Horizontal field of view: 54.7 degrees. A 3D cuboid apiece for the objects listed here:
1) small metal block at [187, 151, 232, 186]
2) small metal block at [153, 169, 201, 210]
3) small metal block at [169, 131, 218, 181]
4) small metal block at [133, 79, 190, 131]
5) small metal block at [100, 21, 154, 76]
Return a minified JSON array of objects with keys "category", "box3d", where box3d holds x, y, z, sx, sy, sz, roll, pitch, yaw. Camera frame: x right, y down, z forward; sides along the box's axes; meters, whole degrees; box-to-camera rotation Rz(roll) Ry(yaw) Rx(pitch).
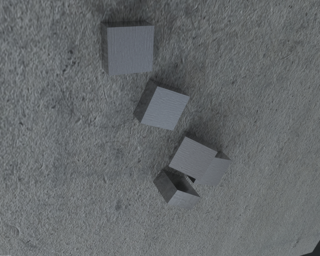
[{"category":"small metal block","box3d":[0.076,0.062,0.487,0.050,0.025,0.050,13,112,-34]},{"category":"small metal block","box3d":[0.025,0.092,0.461,0.050,0.050,0.025,26,104,-37]},{"category":"small metal block","box3d":[0.046,0.040,0.442,0.050,0.025,0.050,26,106,-6]},{"category":"small metal block","box3d":[0.002,-0.028,0.390,0.050,0.025,0.050,13,112,-34]},{"category":"small metal block","box3d":[-0.035,-0.087,0.334,0.050,0.025,0.050,-11,123,-23]}]
